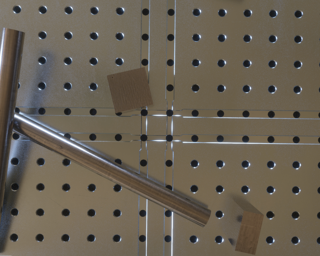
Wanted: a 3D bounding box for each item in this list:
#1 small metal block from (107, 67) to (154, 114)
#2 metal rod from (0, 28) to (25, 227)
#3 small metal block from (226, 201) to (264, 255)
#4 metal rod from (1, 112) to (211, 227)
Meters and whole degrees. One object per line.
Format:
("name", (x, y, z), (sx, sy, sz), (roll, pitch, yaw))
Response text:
("small metal block", (-0.039, -0.049, 0.413), (0.050, 0.025, 0.050), (-13, 90, 0))
("metal rod", (-0.203, 0.028, 0.390), (0.025, 0.025, 0.298), (11, 98, 0))
("small metal block", (0.109, 0.127, 0.402), (0.025, 0.050, 0.050), (13, 90, 0))
("metal rod", (-0.072, 0.053, 0.412), (0.301, 0.025, 0.025), (27, 90, 0))
